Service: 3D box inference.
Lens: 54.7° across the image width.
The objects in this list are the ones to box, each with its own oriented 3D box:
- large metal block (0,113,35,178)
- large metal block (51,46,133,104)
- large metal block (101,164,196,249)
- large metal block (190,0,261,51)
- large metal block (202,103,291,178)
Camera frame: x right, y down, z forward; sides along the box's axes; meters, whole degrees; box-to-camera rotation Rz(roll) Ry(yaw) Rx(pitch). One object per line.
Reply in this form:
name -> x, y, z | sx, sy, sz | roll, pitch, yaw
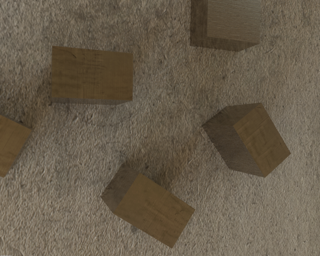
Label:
large metal block -> -0.179, 0.005, 0.313 | 0.080, 0.080, 0.050 | 29, 81, -18
large metal block -> -0.080, -0.055, 0.350 | 0.081, 0.080, 0.050 | 1, 90, -20
large metal block -> -0.018, 0.090, 0.373 | 0.080, 0.080, 0.050 | 36, 78, -17
large metal block -> 0.090, -0.155, 0.428 | 0.081, 0.050, 0.080 | 1, 90, -20
large metal block -> 0.115, 0.015, 0.422 | 0.050, 0.080, 0.080 | -37, 102, -16
